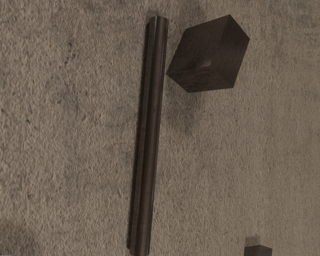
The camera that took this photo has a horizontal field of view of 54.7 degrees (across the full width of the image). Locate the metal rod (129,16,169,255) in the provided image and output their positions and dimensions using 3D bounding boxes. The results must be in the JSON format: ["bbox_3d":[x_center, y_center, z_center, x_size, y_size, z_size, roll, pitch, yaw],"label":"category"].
[{"bbox_3d":[-0.013,0.007,0.395,0.025,0.025,0.298,8,85,-40],"label":"metal rod"}]

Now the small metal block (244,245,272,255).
[{"bbox_3d":[0.175,0.241,0.556,0.050,0.025,0.050,11,83,-40],"label":"small metal block"}]

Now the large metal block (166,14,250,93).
[{"bbox_3d":[0.066,-0.098,0.426,0.050,0.080,0.080,35,68,-35],"label":"large metal block"}]
